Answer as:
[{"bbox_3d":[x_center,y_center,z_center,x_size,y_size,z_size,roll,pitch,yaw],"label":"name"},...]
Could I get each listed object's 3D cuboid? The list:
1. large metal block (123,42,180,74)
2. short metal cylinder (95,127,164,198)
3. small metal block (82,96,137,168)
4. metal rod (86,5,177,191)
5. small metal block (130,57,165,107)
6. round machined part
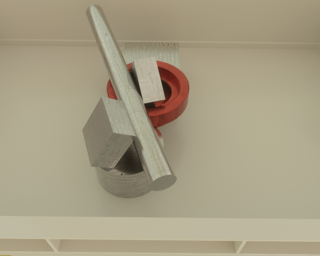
[{"bbox_3d":[-0.013,-0.081,0.453,0.081,0.050,0.080,0,50,-1],"label":"large metal block"},{"bbox_3d":[-0.036,0.033,0.359,0.081,0.050,0.080,0,50,0],"label":"short metal cylinder"},{"bbox_3d":[-0.053,0.005,0.314,0.025,0.050,0.050,11,40,-37],"label":"small metal block"},{"bbox_3d":[-0.046,-0.060,0.363,0.025,0.025,0.299,-15,52,-12],"label":"metal rod"},{"bbox_3d":[-0.017,-0.050,0.367,0.025,0.050,0.050,-12,86,-15],"label":"small metal block"},{"bbox_3d":[-0.014,-0.038,0.386,0.099,0.042,0.098,0,50,0],"label":"round machined part"}]
